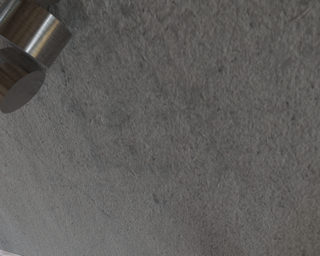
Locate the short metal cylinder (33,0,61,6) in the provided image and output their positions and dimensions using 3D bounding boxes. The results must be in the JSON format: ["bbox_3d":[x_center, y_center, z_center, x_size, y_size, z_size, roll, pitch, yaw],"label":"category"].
[{"bbox_3d":[-0.131,-0.179,0.328,0.050,0.080,0.079,30,128,8],"label":"short metal cylinder"}]

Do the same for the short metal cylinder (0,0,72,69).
[{"bbox_3d":[-0.155,-0.115,0.372,0.080,0.080,0.050,32,85,7],"label":"short metal cylinder"}]

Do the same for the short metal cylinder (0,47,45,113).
[{"bbox_3d":[-0.212,-0.067,0.439,0.050,0.080,0.080,41,129,0],"label":"short metal cylinder"}]
